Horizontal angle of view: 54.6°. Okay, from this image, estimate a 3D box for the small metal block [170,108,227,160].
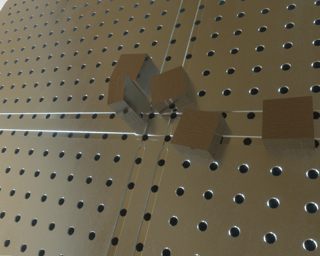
[{"bbox_3d":[0.048,0.006,0.380,0.050,0.025,0.050,10,67,32],"label":"small metal block"}]

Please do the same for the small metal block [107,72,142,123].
[{"bbox_3d":[-0.050,-0.043,0.446,0.025,0.050,0.050,-15,56,20],"label":"small metal block"}]

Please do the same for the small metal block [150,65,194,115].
[{"bbox_3d":[0.015,-0.053,0.434,0.050,0.025,0.050,-19,54,17],"label":"small metal block"}]

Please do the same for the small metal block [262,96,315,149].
[{"bbox_3d":[0.140,-0.005,0.338,0.050,0.025,0.050,-3,60,27],"label":"small metal block"}]

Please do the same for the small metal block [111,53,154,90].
[{"bbox_3d":[-0.044,-0.089,0.487,0.050,0.025,0.050,7,65,31],"label":"small metal block"}]
